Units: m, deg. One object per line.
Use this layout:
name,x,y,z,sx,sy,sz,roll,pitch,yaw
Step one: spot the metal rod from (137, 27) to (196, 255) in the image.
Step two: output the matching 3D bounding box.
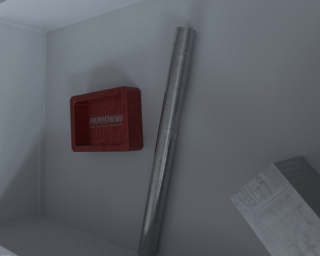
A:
metal rod,0.007,0.025,0.399,0.025,0.025,0.298,16,100,38

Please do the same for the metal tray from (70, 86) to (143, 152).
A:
metal tray,-0.085,-0.010,0.470,0.130,0.030,0.089,-4,87,39

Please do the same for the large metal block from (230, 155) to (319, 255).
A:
large metal block,0.121,0.074,0.270,0.050,0.081,0.080,-49,61,29
